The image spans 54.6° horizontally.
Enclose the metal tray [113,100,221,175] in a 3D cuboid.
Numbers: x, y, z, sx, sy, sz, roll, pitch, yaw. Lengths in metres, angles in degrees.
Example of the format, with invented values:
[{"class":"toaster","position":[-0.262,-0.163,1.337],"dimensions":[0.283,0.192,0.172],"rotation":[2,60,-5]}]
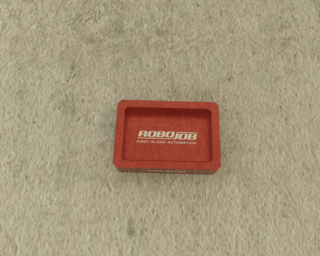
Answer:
[{"class":"metal tray","position":[0.009,0.012,0.401],"dimensions":[0.131,0.030,0.090],"rotation":[2,70,0]}]
